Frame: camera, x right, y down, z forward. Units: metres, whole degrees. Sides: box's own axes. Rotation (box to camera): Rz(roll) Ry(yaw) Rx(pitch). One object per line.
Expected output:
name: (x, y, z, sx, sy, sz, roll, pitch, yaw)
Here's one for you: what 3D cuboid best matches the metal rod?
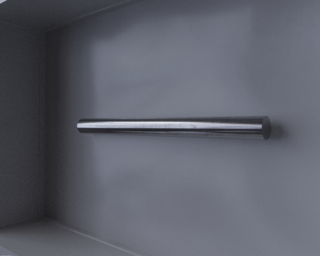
metal rod: (-0.008, -0.002, 0.409, 0.300, 0.025, 0.025, 1, 91, 39)
